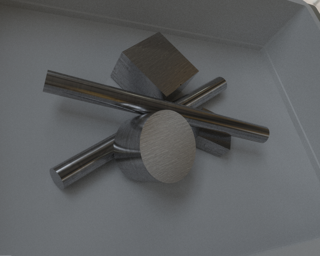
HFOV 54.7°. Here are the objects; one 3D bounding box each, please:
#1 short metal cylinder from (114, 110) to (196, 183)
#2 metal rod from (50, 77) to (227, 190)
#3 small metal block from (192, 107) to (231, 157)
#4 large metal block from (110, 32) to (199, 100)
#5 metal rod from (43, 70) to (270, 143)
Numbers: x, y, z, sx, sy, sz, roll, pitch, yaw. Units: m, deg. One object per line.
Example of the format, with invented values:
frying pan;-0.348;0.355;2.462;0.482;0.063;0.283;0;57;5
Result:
short metal cylinder;-0.005;0.022;0.355;0.081;0.050;0.080;7;79;-39
metal rod;-0.004;-0.010;0.408;0.302;0.025;0.025;-31;79;-38
small metal block;0.073;0.006;0.439;0.050;0.025;0.050;24;53;-14
large metal block;-0.007;-0.076;0.431;0.080;0.050;0.080;46;51;3
metal rod;0.012;-0.021;0.392;0.302;0.025;0.025;13;57;-22
